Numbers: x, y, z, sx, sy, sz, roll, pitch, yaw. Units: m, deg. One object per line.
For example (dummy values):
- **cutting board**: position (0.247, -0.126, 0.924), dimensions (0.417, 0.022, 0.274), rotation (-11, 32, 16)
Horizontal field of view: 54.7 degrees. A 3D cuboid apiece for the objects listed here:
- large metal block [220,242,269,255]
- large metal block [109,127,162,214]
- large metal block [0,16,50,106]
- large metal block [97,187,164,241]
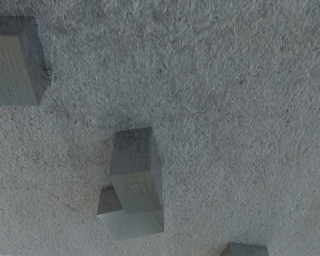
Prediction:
- **large metal block**: position (0.170, 0.280, 0.631), dimensions (0.081, 0.050, 0.079), rotation (10, 130, -8)
- **large metal block**: position (-0.029, 0.057, 0.419), dimensions (0.050, 0.080, 0.080), rotation (-8, 130, 6)
- **large metal block**: position (-0.172, -0.071, 0.329), dimensions (0.081, 0.050, 0.079), rotation (1, 130, -1)
- **large metal block**: position (-0.045, 0.134, 0.505), dimensions (0.080, 0.050, 0.080), rotation (-16, 129, 12)
